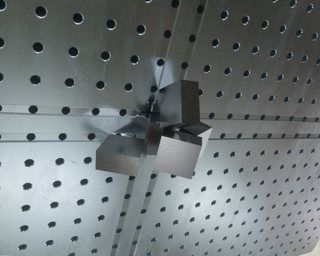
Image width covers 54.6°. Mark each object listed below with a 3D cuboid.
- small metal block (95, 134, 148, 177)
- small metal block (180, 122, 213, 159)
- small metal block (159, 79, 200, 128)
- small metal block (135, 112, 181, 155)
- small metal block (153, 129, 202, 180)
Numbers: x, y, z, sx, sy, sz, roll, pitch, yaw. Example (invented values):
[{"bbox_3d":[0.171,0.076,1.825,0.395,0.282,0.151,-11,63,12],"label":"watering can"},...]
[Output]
[{"bbox_3d":[-0.045,0.032,0.376,0.050,0.050,0.025,9,113,6],"label":"small metal block"},{"bbox_3d":[0.045,0.021,0.434,0.050,0.025,0.050,-22,134,-55],"label":"small metal block"},{"bbox_3d":[0.023,-0.027,0.377,0.025,0.050,0.050,3,81,-29],"label":"small metal block"},{"bbox_3d":[-0.003,0.009,0.414,0.050,0.025,0.050,2,117,-29],"label":"small metal block"},{"bbox_3d":[0.023,0.032,0.395,0.050,0.025,0.050,14,115,1],"label":"small metal block"}]
